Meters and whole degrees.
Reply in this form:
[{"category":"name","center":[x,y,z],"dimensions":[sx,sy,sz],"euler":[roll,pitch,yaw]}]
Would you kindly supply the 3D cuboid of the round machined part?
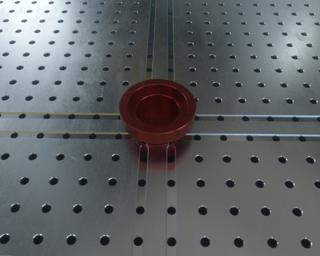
[{"category":"round machined part","center":[-0.003,-0.017,0.410],"dimensions":[0.099,0.042,0.098],"euler":[0,50,0]}]
